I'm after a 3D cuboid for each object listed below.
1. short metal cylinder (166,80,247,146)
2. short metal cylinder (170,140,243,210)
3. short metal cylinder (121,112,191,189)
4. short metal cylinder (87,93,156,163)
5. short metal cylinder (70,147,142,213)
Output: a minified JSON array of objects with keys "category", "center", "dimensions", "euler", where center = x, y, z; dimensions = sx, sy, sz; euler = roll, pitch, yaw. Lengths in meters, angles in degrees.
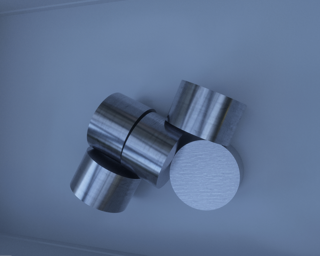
[{"category":"short metal cylinder","center":[0.053,-0.018,0.360],"dimensions":[0.080,0.080,0.050],"euler":[24,98,18]},{"category":"short metal cylinder","center":[0.058,0.053,0.374],"dimensions":[0.080,0.050,0.079],"euler":[0,90,19]},{"category":"short metal cylinder","center":[-0.003,0.027,0.381],"dimensions":[0.050,0.080,0.080],"euler":[28,99,17]},{"category":"short metal cylinder","center":[-0.047,0.001,0.395],"dimensions":[0.050,0.080,0.080],"euler":[27,99,17]},{"category":"short metal cylinder","center":[-0.068,0.065,0.402],"dimensions":[0.080,0.080,0.050],"euler":[31,100,17]}]
